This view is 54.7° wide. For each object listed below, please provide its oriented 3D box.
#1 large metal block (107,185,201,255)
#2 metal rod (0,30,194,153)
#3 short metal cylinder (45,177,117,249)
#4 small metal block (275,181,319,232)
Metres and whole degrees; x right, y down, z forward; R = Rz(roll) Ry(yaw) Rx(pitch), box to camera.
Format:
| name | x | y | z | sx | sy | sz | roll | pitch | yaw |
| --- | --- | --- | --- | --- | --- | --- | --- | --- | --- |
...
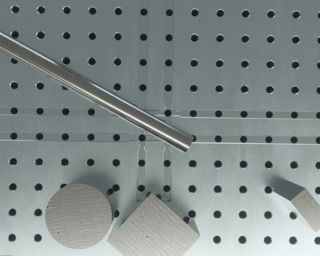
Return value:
| name | x | y | z | sx | sy | sz | roll | pitch | yaw |
| --- | --- | --- | --- | --- | --- | --- | --- | --- | --- |
| large metal block | -0.008 | 0.134 | 0.401 | 0.080 | 0.050 | 0.080 | 42 | 90 | -1 |
| metal rod | -0.093 | -0.050 | 0.412 | 0.301 | 0.025 | 0.025 | 29 | 90 | -1 |
| short metal cylinder | -0.099 | 0.107 | 0.400 | 0.081 | 0.050 | 0.079 | 0 | 90 | -1 |
| small metal block | 0.184 | 0.100 | 0.403 | 0.025 | 0.050 | 0.050 | -40 | 91 | 0 |
